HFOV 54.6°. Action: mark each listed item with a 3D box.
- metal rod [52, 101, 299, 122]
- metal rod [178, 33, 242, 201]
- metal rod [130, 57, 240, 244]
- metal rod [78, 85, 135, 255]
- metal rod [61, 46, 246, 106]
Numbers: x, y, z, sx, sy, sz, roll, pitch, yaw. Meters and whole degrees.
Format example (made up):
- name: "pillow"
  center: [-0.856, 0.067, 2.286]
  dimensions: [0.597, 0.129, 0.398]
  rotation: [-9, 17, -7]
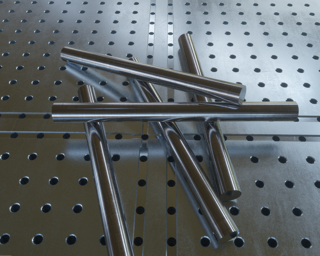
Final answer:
- name: "metal rod"
  center: [0.019, -0.020, 0.390]
  dimensions: [0.302, 0.025, 0.025]
  rotation: [0, 50, -1]
- name: "metal rod"
  center: [0.061, -0.039, 0.440]
  dimensions: [0.025, 0.025, 0.300]
  rotation: [-5, 50, -4]
- name: "metal rod"
  center: [0.013, 0.005, 0.403]
  dimensions: [0.025, 0.025, 0.300]
  rotation: [-17, 52, -14]
- name: "metal rod"
  center: [-0.064, 0.057, 0.359]
  dimensions: [0.025, 0.025, 0.300]
  rotation: [-13, 51, -11]
- name: "metal rod"
  center: [-0.028, -0.080, 0.441]
  dimensions: [0.300, 0.025, 0.025]
  rotation: [18, 52, 28]
